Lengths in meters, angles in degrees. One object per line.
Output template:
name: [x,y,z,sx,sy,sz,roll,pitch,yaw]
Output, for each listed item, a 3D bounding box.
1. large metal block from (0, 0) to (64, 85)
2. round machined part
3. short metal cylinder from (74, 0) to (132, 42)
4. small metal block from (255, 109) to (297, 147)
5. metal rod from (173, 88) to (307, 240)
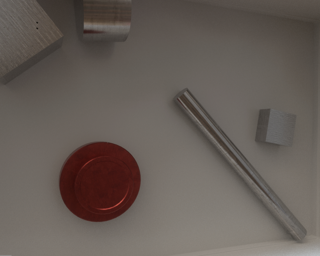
large metal block: [-0.165,-0.105,0.336,0.080,0.050,0.080,-41,103,-16]
round machined part: [-0.070,0.066,0.376,0.099,0.042,0.097,0,90,-21]
short metal cylinder: [-0.068,-0.140,0.356,0.050,0.080,0.079,-6,92,-20]
small metal block: [0.179,0.000,0.479,0.050,0.025,0.050,11,86,-20]
metal rod: [0.125,0.061,0.458,0.025,0.025,0.300,-46,105,-14]
